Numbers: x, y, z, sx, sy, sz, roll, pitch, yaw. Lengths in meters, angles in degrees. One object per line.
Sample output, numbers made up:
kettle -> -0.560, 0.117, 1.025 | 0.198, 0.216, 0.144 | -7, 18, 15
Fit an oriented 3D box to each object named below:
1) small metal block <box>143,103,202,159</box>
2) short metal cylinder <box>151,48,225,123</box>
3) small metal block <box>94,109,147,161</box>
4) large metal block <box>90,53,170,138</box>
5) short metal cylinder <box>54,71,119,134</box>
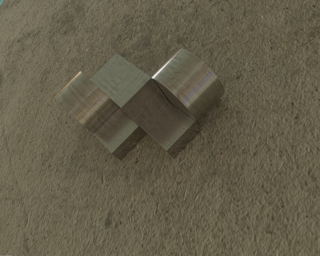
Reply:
small metal block -> 0.016, 0.003, 0.396 | 0.050, 0.025, 0.050 | -46, 51, -4
short metal cylinder -> 0.033, -0.051, 0.385 | 0.050, 0.080, 0.080 | -46, 51, -4
small metal block -> -0.055, 0.009, 0.430 | 0.050, 0.025, 0.050 | -46, 51, -4
large metal block -> -0.035, -0.043, 0.415 | 0.050, 0.080, 0.080 | -46, 52, -4
short metal cylinder -> -0.103, -0.036, 0.446 | 0.050, 0.080, 0.080 | -46, 51, -4
